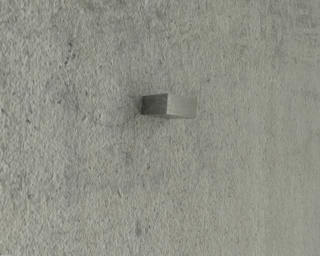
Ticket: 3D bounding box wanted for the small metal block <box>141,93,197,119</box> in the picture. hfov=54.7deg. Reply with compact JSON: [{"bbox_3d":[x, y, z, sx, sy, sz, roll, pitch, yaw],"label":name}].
[{"bbox_3d":[0.012,-0.027,0.401,0.050,0.050,0.025,7,86,-40],"label":"small metal block"}]
